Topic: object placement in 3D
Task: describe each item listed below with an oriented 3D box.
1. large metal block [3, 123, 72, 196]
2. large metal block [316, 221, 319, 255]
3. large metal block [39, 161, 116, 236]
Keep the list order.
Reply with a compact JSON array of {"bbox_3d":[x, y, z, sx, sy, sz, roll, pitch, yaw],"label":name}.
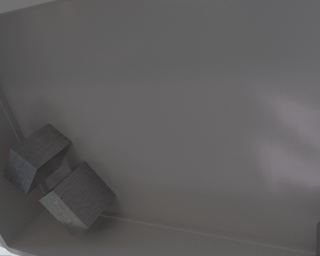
[{"bbox_3d":[-0.202,0.051,0.511,0.050,0.080,0.080,39,129,2],"label":"large metal block"},{"bbox_3d":[0.216,0.124,0.335,0.050,0.080,0.079,28,128,11],"label":"large metal block"},{"bbox_3d":[-0.135,0.116,0.516,0.050,0.080,0.080,-34,99,38],"label":"large metal block"}]
